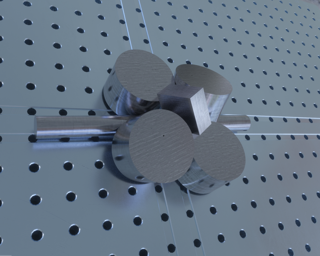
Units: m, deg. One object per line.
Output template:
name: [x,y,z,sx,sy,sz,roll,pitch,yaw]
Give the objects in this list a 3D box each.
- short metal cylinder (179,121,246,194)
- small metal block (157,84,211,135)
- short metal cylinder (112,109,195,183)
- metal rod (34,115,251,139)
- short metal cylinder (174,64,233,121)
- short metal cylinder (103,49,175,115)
short metal cylinder: [0.061,0.038,0.397,0.081,0.050,0.080,14,56,-21]
small metal block: [0.029,-0.023,0.372,0.025,0.050,0.050,-41,128,-33]
short metal cylinder: [-0.008,0.022,0.354,0.081,0.050,0.080,5,80,-28]
metal rod: [-0.001,-0.004,0.405,0.303,0.025,0.025,-2,63,-29]
short metal cylinder: [0.052,-0.047,0.427,0.081,0.050,0.080,14,34,-9]
short metal cylinder: [-0.028,-0.055,0.406,0.081,0.050,0.080,14,56,-21]
